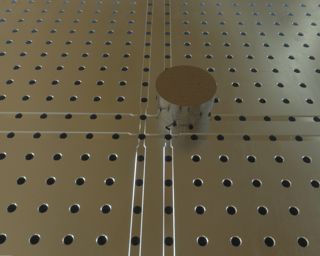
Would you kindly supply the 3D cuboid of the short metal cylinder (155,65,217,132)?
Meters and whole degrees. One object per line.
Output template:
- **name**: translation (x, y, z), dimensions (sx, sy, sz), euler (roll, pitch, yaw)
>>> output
- **short metal cylinder**: translation (0.034, -0.041, 0.427), dimensions (0.081, 0.050, 0.080), euler (0, 50, 0)
